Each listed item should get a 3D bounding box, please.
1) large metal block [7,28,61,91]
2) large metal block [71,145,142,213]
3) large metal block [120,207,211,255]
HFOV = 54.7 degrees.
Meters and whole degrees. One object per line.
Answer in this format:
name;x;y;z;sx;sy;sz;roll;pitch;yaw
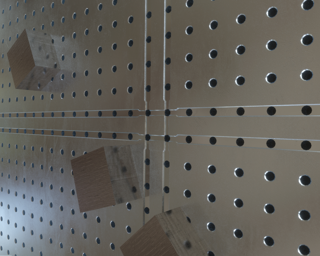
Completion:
large metal block;-0.241;-0.127;0.588;0.080;0.050;0.080;-32;70;35
large metal block;-0.081;0.075;0.457;0.080;0.050;0.080;-22;76;37
large metal block;0.007;0.158;0.385;0.080;0.050;0.080;-49;62;28
